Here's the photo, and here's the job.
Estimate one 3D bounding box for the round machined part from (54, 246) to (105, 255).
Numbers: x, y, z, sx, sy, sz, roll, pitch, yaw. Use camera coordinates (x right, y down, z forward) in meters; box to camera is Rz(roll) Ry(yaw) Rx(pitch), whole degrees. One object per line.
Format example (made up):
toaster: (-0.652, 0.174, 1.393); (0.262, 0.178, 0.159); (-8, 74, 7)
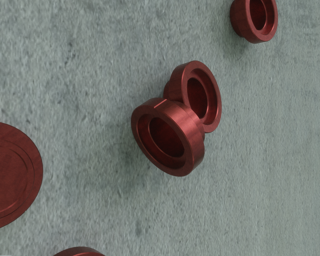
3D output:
round machined part: (-0.093, 0.171, 0.318); (0.099, 0.042, 0.097); (0, 90, -40)

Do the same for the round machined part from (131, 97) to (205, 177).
round machined part: (0.014, 0.006, 0.371); (0.042, 0.098, 0.098); (-37, 113, -33)

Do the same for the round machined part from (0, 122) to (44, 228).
round machined part: (-0.150, 0.042, 0.269); (0.099, 0.042, 0.097); (0, 90, -40)

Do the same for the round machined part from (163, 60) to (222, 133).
round machined part: (0.041, -0.039, 0.421); (0.099, 0.042, 0.098); (16, 70, -49)

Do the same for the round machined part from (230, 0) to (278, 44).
round machined part: (0.157, -0.192, 0.528); (0.099, 0.042, 0.097); (0, 90, -40)
